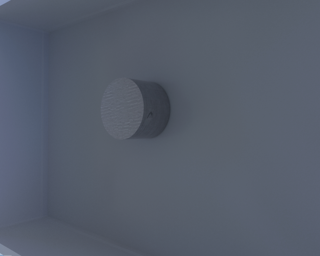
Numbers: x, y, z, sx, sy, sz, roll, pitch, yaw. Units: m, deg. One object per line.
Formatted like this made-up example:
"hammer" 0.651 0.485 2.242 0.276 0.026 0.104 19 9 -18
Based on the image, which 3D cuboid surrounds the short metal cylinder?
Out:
"short metal cylinder" -0.034 -0.025 0.417 0.080 0.050 0.080 0 90 40
